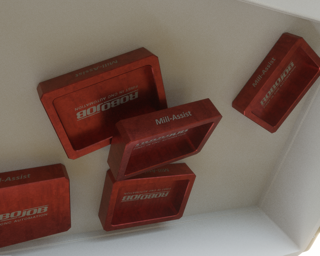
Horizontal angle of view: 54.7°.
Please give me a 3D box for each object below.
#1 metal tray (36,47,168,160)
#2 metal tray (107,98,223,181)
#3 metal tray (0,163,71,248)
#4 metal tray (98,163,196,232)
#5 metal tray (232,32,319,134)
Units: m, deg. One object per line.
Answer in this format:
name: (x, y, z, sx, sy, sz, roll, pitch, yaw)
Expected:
metal tray: (-0.059, -0.028, 0.356, 0.131, 0.030, 0.089, -23, 127, -15)
metal tray: (0.005, 0.014, 0.387, 0.131, 0.030, 0.089, -16, 150, -27)
metal tray: (-0.177, 0.096, 0.369, 0.131, 0.030, 0.089, -7, 122, -25)
metal tray: (-0.018, 0.100, 0.458, 0.131, 0.030, 0.089, 0, 119, -29)
metal tray: (0.179, -0.064, 0.466, 0.090, 0.030, 0.129, 26, 104, -38)
